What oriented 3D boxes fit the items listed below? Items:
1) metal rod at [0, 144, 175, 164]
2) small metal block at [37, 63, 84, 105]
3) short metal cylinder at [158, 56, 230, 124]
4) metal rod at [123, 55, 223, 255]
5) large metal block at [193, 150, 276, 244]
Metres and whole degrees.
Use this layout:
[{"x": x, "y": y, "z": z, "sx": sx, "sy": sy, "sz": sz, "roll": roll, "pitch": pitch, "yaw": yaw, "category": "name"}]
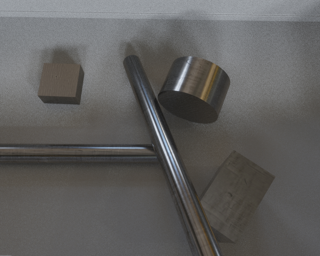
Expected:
[{"x": -0.133, "y": 0.033, "z": 0.396, "sx": 0.302, "sy": 0.025, "sz": 0.025, "roll": 0, "pitch": 70, "yaw": -1, "category": "metal rod"}, {"x": -0.136, "y": -0.061, "z": 0.430, "sx": 0.050, "sy": 0.025, "sz": 0.050, "roll": 3, "pitch": 70, "yaw": 0, "category": "small metal block"}, {"x": 0.044, "y": -0.047, "z": 0.398, "sx": 0.080, "sy": 0.080, "sz": 0.050, "roll": 21, "pitch": 72, "yaw": 7, "category": "short metal cylinder"}, {"x": 0.003, "y": 0.014, "z": 0.352, "sx": 0.025, "sy": 0.025, "sz": 0.300, "roll": -17, "pitch": 51, "yaw": -6, "category": "metal rod"}, {"x": 0.076, "y": 0.081, "z": 0.352, "sx": 0.050, "sy": 0.080, "sz": 0.080, "roll": 34, "pitch": 73, "yaw": 11, "category": "large metal block"}]
